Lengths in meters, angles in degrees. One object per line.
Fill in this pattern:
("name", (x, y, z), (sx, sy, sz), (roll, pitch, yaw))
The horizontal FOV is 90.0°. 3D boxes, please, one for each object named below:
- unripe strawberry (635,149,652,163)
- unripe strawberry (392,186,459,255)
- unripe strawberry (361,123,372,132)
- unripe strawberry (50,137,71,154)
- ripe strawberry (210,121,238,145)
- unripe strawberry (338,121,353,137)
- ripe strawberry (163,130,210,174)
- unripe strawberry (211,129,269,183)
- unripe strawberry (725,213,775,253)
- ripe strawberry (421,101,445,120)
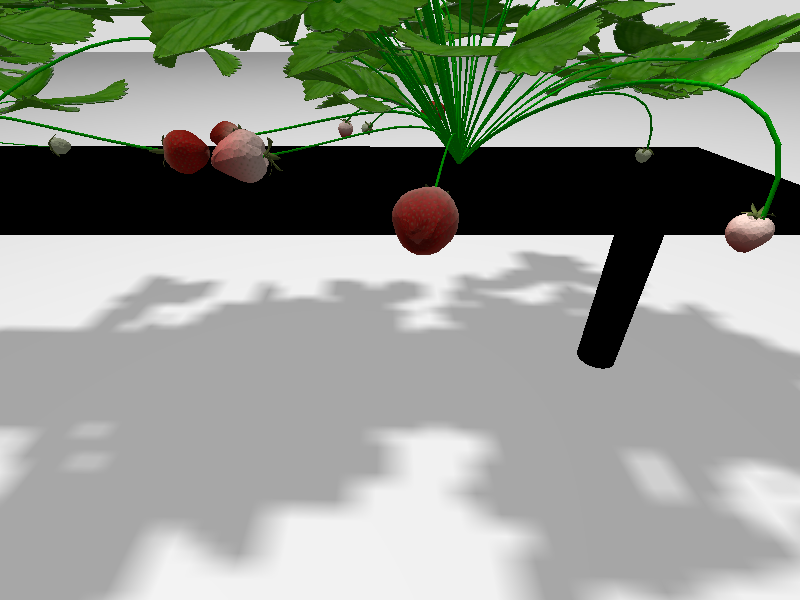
("unripe strawberry", (0.202, -0.120, 0.333), (0.012, 0.011, 0.010), (1, 33, 2))
("unripe strawberry", (0.011, -0.036, 0.191), (0.032, 0.034, 0.035), (7, 35, 11))
("unripe strawberry", (-0.037, -0.191, 0.444), (0.013, 0.011, 0.013), (-21, 28, -28))
("unripe strawberry", (-0.309, -0.141, 0.365), (0.014, 0.015, 0.013), (-11, 35, -17))
("ripe strawberry", (-0.165, -0.154, 0.377), (0.028, 0.027, 0.026), (7, 34, 11))
("unripe strawberry", (-0.059, -0.183, 0.431), (0.017, 0.017, 0.015), (-28, 60, -36))
("ripe strawberry", (-0.166, -0.117, 0.316), (0.033, 0.033, 0.031), (4, 33, 4))
("unripe strawberry", (-0.118, -0.105, 0.293), (0.039, 0.038, 0.036), (-9, 34, -13))
("unripe strawberry", (0.175, -0.033, 0.202), (0.018, 0.019, 0.019), (-23, 40, -31))
("ripe strawberry", (0.040, -0.232, 0.494), (0.029, 0.025, 0.029), (-2, 26, -3))
